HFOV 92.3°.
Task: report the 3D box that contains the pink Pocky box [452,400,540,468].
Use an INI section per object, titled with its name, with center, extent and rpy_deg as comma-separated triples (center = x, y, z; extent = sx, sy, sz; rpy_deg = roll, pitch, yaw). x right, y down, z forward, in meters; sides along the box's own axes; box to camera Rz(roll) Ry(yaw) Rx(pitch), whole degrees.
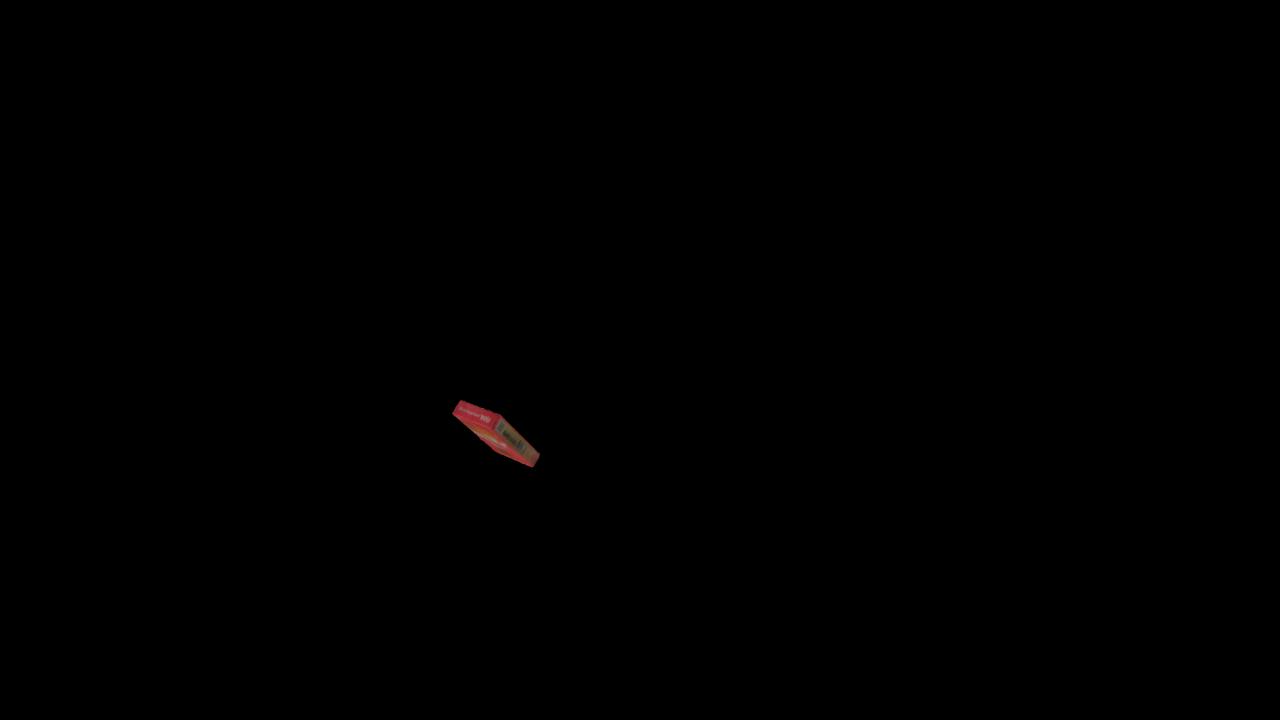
[pink Pocky box]
center = -0.229, 0.121, 0.994
extent = 0.084, 0.029, 0.155
rpy_deg = 16, -25, 26
